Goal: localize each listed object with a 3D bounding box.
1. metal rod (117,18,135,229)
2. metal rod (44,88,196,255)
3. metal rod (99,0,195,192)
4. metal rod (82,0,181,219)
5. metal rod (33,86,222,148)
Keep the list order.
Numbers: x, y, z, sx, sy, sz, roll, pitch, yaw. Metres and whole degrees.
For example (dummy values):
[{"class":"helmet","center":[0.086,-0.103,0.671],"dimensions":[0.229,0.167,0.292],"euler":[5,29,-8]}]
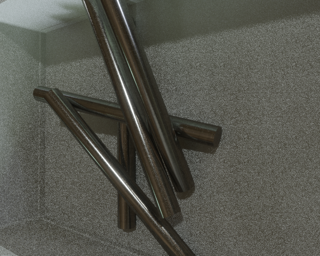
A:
[{"class":"metal rod","center":[-0.049,-0.008,0.444],"dimensions":[0.025,0.025,0.298],"euler":[-1,90,39]},{"class":"metal rod","center":[-0.057,0.061,0.407],"dimensions":[0.300,0.025,0.025],"euler":[48,119,13]},{"class":"metal rod","center":[-0.023,-0.064,0.338],"dimensions":[0.025,0.025,0.298],"euler":[-9,108,39]},{"class":"metal rod","center":[-0.040,-0.038,0.379],"dimensions":[0.025,0.025,0.299],"euler":[-28,77,36]},{"class":"metal rod","center":[-0.063,-0.022,0.422],"dimensions":[0.300,0.025,0.025],"euler":[14,99,28]}]
